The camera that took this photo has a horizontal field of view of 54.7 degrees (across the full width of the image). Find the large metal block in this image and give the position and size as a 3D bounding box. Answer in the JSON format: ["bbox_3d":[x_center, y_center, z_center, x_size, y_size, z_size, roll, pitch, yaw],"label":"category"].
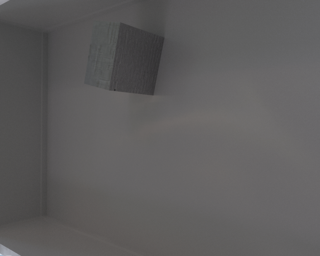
[{"bbox_3d":[-0.046,-0.090,0.409,0.050,0.081,0.079,19,102,38],"label":"large metal block"}]
